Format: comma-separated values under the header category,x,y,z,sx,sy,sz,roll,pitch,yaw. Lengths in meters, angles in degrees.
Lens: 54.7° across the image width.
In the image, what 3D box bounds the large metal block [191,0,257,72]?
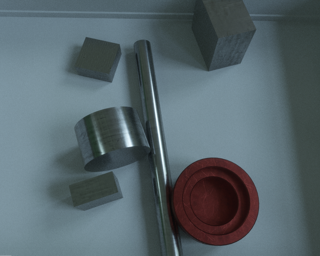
category,x,y,z,sx,sy,sz,roll,pitch,yaw
large metal block,0.084,-0.139,0.432,0.050,0.080,0.080,-15,71,-6

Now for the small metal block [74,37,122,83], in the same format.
category,x,y,z,sx,sy,sz,roll,pitch,yaw
small metal block,-0.088,-0.098,0.444,0.050,0.025,0.050,13,70,4

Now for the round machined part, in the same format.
category,x,y,z,sx,sy,sz,roll,pitch,yaw
round machined part,0.062,0.088,0.367,0.099,0.042,0.098,1,69,-4

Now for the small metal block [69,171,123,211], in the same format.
category,x,y,z,sx,sy,sz,roll,pitch,yaw
small metal block,-0.074,0.076,0.368,0.050,0.050,0.025,-18,71,-7

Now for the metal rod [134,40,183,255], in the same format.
category,x,y,z,sx,sy,sz,roll,pitch,yaw
metal rod,-0.005,0.017,0.403,0.025,0.025,0.299,-7,70,-3

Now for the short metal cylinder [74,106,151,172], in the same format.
category,x,y,z,sx,sy,sz,roll,pitch,yaw
short metal cylinder,-0.057,0.015,0.374,0.081,0.080,0.050,-17,71,-6
